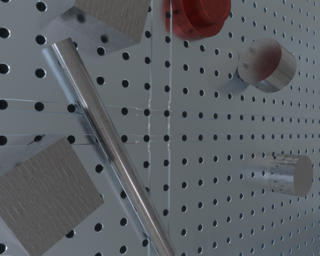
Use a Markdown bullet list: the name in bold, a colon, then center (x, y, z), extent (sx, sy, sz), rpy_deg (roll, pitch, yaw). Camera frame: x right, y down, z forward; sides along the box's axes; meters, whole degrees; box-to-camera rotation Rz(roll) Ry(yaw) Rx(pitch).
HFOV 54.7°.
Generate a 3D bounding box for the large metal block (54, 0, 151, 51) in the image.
- **large metal block**: center (-0.059, -0.143, 0.343), extent (0.080, 0.050, 0.080), rpy_deg (20, 77, -38)

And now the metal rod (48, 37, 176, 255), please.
- **metal rod**: center (-0.047, 0.040, 0.369), extent (0.025, 0.025, 0.299), rpy_deg (-37, 113, -34)

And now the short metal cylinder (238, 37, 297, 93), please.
- **short metal cylinder**: center (0.180, -0.105, 0.524), extent (0.050, 0.080, 0.080), rpy_deg (20, 78, -39)

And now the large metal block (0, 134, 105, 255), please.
- **large metal block**: center (-0.114, 0.062, 0.297), extent (0.080, 0.050, 0.080), rpy_deg (-38, 113, -33)

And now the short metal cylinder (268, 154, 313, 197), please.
- **short metal cylinder**: center (0.258, 0.091, 0.609), extent (0.081, 0.050, 0.080), rpy_deg (0, 90, -40)

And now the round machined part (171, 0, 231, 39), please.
- **round machined part**: center (0.067, -0.183, 0.453), extent (0.099, 0.042, 0.097), rpy_deg (0, 90, -40)
